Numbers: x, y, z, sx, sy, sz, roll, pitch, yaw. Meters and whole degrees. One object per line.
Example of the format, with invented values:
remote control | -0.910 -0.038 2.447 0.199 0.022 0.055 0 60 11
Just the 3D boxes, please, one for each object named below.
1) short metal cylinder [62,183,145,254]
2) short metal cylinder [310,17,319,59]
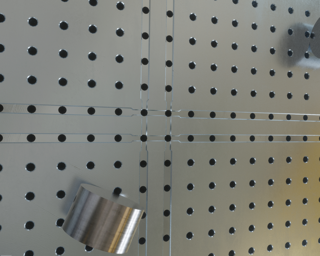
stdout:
short metal cylinder | -0.064 0.103 0.360 0.080 0.080 0.050 25 82 -19
short metal cylinder | 0.288 -0.145 0.489 0.050 0.080 0.080 5 89 -20
